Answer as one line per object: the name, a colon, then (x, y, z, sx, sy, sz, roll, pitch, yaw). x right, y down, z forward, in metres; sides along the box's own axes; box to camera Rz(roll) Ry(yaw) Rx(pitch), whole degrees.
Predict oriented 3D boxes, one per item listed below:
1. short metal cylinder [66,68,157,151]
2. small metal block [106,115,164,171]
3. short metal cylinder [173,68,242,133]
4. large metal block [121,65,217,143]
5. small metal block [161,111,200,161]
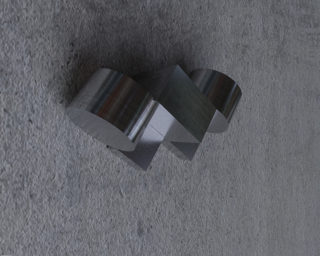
short metal cylinder: (-0.050, -0.018, 0.328, 0.080, 0.080, 0.050, 42, 64, -32)
small metal block: (-0.030, 0.018, 0.382, 0.050, 0.025, 0.050, 43, 64, -32)
short metal cylinder: (0.065, -0.036, 0.424, 0.080, 0.080, 0.050, 43, 64, -32)
large metal block: (0.007, -0.026, 0.377, 0.080, 0.080, 0.050, 42, 64, -32)
small metal block: (0.031, 0.011, 0.432, 0.050, 0.025, 0.050, 43, 64, -32)
